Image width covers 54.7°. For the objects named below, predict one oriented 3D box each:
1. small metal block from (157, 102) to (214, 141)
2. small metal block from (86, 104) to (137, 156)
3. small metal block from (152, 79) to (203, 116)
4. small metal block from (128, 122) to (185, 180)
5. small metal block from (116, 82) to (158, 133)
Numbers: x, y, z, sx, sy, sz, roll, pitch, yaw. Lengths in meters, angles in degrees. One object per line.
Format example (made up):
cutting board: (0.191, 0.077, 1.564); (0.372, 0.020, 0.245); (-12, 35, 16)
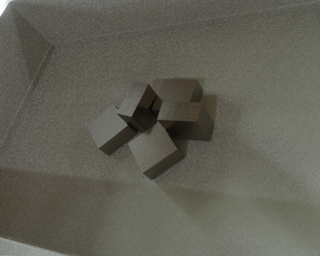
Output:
small metal block: (0.032, -0.008, 0.374); (0.050, 0.050, 0.025); (3, 64, 29)
small metal block: (-0.069, 0.002, 0.436); (0.050, 0.025, 0.050); (-38, 51, 2)
small metal block: (0.024, -0.038, 0.413); (0.050, 0.025, 0.050); (7, 65, 30)
small metal block: (-0.005, 0.028, 0.387); (0.050, 0.025, 0.050); (-35, 52, 4)
small metal block: (-0.025, -0.026, 0.414); (0.025, 0.050, 0.050); (13, 69, 33)
